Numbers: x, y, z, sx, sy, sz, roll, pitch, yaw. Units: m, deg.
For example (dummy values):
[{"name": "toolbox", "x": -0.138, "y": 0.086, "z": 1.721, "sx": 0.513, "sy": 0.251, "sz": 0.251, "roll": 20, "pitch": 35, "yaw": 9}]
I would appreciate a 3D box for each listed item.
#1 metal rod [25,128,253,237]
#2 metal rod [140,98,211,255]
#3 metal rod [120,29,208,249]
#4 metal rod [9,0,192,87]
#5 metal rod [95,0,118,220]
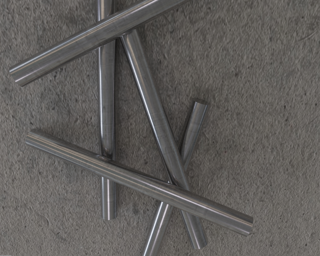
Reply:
[{"name": "metal rod", "x": -0.032, "y": 0.065, "z": 0.392, "sx": 0.301, "sy": 0.025, "sz": 0.025, "roll": 21, "pitch": 109, "yaw": 8}, {"name": "metal rod", "x": 0.012, "y": 0.101, "z": 0.446, "sx": 0.025, "sy": 0.025, "sz": 0.298, "roll": 15, "pitch": 109, "yaw": -6}, {"name": "metal rod", "x": 0.008, "y": 0.020, "z": 0.396, "sx": 0.025, "sy": 0.025, "sz": 0.298, "roll": -17, "pitch": 102, "yaw": 6}, {"name": "metal rod", "x": -0.025, "y": -0.125, "z": 0.341, "sx": 0.301, "sy": 0.025, "sz": 0.025, "roll": -27, "pitch": 108, "yaw": 1}, {"name": "metal rod", "x": -0.068, "y": -0.012, "z": 0.404, "sx": 0.025, "sy": 0.025, "sz": 0.298, "roll": 2, "pitch": 110, "yaw": -1}]
